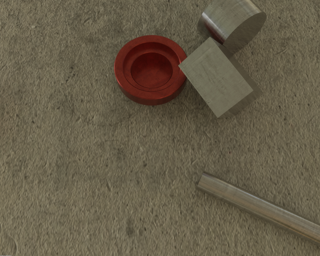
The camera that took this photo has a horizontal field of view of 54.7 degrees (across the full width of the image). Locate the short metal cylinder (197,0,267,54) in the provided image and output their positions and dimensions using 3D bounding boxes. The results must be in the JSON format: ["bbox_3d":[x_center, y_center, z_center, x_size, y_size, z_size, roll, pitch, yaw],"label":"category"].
[{"bbox_3d":[0.099,-0.145,0.433,0.080,0.080,0.050,-33,73,-11],"label":"short metal cylinder"}]

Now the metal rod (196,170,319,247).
[{"bbox_3d":[0.186,0.125,0.363,0.301,0.025,0.025,24,72,8],"label":"metal rod"}]

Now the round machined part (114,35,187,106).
[{"bbox_3d":[-0.011,-0.075,0.426,0.099,0.042,0.098,0,70,0],"label":"round machined part"}]

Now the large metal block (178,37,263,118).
[{"bbox_3d":[0.080,-0.061,0.392,0.050,0.080,0.080,-40,76,23],"label":"large metal block"}]
